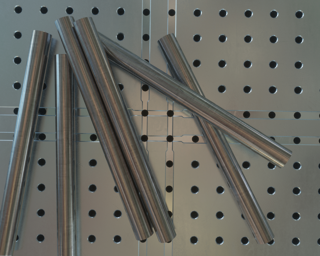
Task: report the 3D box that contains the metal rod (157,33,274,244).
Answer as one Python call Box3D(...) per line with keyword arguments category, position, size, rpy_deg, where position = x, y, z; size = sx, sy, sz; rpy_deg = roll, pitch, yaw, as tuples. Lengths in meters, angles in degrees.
Box3D(category="metal rod", position=(0.074, 0.014, 0.413), size=(0.025, 0.025, 0.299), rpy_deg=(-26, 90, 0))

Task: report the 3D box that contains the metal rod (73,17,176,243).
Box3D(category="metal rod", position=(-0.043, 0.007, 0.398), size=(0.025, 0.025, 0.299), rpy_deg=(-21, 96, 0))

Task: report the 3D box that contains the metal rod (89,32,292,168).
Box3D(category="metal rod", position=(0.025, -0.043, 0.391), size=(0.300, 0.025, 0.025), rpy_deg=(33, 90, 8))

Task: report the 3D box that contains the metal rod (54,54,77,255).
Box3D(category="metal rod", position=(-0.125, 0.054, 0.412), size=(0.025, 0.025, 0.298), rpy_deg=(-1, 90, 0))

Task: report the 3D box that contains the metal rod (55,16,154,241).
Box3D(category="metal rod", position=(-0.071, 0.003, 0.404), size=(0.025, 0.025, 0.299), rpy_deg=(-20, 94, 0))

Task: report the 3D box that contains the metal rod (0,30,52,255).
Box3D(category="metal rod", position=(-0.182, 0.021, 0.412), size=(0.025, 0.025, 0.299), rpy_deg=(10, 90, 0))
